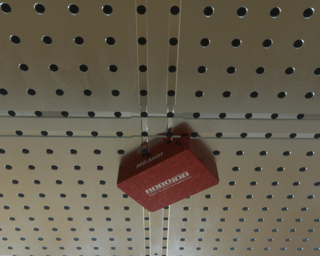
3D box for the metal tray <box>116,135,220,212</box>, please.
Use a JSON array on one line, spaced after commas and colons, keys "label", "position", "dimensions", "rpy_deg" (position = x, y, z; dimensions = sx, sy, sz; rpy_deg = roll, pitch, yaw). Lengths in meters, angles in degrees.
[{"label": "metal tray", "position": [0.011, 0.074, 0.471], "dimensions": [0.130, 0.030, 0.090], "rpy_deg": [-29, 125, 22]}]
